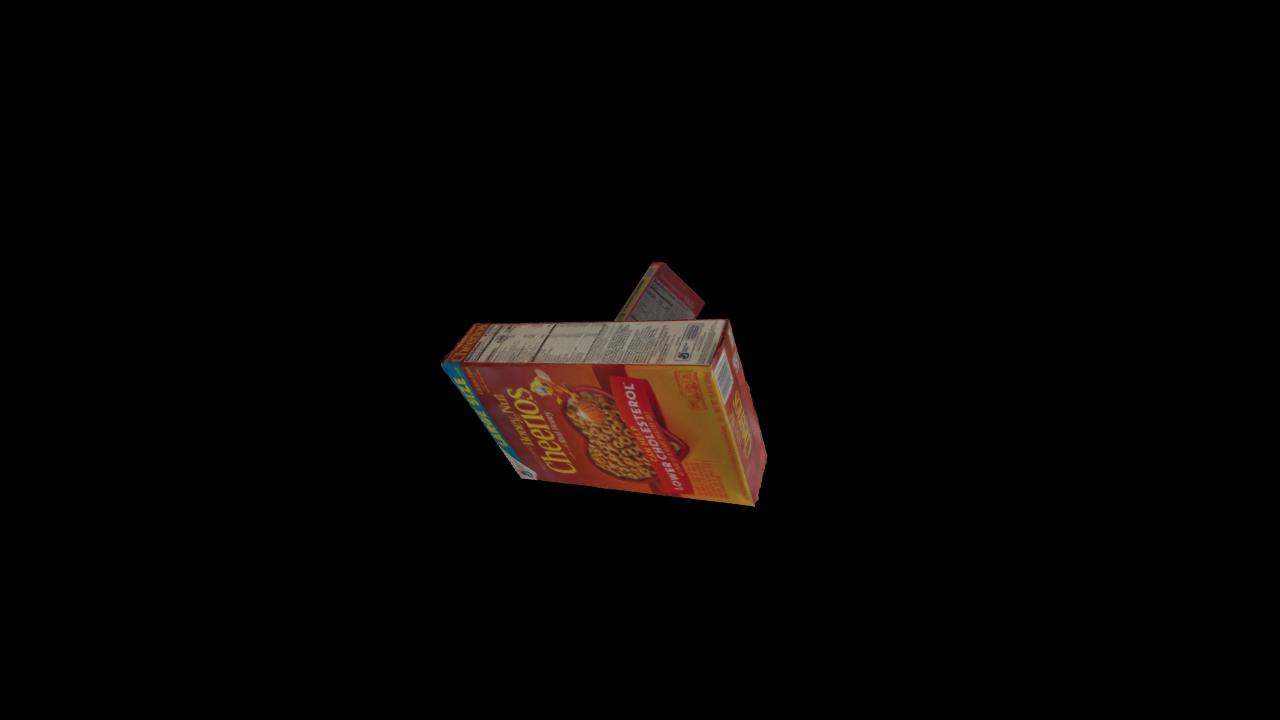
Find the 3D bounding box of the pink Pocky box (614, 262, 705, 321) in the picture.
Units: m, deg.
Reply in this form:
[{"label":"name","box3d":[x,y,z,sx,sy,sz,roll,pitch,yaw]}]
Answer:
[{"label":"pink Pocky box","box3d":[0.010,-0.034,0.747,0.084,0.155,0.029,39,-15,-29]}]

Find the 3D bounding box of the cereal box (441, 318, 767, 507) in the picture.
[{"label":"cereal box","box3d":[-0.035,0.056,0.657,0.306,0.203,0.081,1,43,26]}]
